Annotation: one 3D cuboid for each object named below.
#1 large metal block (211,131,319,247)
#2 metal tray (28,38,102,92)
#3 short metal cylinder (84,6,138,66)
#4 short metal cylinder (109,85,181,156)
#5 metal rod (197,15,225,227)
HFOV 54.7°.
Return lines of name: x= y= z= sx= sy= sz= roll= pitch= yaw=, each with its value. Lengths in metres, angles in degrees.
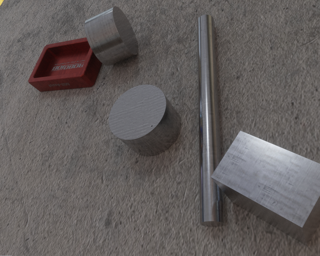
large metal block: x=0.104 y=0.055 z=0.280 sx=0.080 sy=0.080 sz=0.050 roll=27 pitch=76 yaw=37
metal tray: x=-0.166 y=-0.114 z=0.557 sx=0.130 sy=0.030 sz=0.090 roll=-1 pitch=61 yaw=27
short metal cylinder: x=-0.076 y=-0.147 z=0.499 sx=0.050 sy=0.080 sz=0.080 roll=-19 pitch=55 yaw=17
short metal cylinder: x=-0.019 y=-0.009 z=0.404 sx=0.080 sy=0.050 sz=0.080 roll=-13 pitch=56 yaw=21
metal rod: x=0.061 y=-0.031 z=0.391 sx=0.025 sy=0.025 sz=0.299 roll=-10 pitch=57 yaw=22
